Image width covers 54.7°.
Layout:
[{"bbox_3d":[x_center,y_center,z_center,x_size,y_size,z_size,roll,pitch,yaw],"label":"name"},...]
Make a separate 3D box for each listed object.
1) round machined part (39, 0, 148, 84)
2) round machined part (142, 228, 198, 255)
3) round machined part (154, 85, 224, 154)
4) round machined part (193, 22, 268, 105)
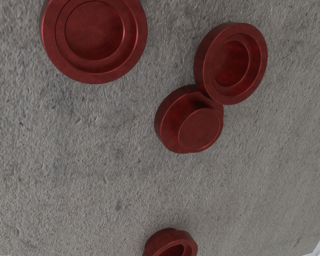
[{"bbox_3d":[-0.065,-0.095,0.301,0.099,0.042,0.097,-14,124,-21],"label":"round machined part"},{"bbox_3d":[0.012,0.212,0.534,0.099,0.042,0.097,-14,124,-21],"label":"round machined part"},{"bbox_3d":[0.045,-0.005,0.417,0.099,0.042,0.097,-14,124,-21],"label":"round machined part"},{"bbox_3d":[0.082,-0.081,0.385,0.099,0.042,0.097,-12,116,-26],"label":"round machined part"}]
